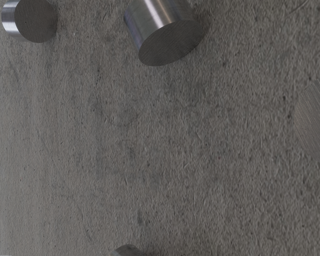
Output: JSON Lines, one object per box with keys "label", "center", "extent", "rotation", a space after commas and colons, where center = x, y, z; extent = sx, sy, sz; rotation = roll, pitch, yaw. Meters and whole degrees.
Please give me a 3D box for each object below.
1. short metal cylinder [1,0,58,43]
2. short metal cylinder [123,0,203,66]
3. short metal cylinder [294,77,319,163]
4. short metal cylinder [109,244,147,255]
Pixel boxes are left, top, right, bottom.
{"label": "short metal cylinder", "center": [-0.237, -0.198, 0.565], "extent": [0.050, 0.081, 0.079], "rotation": [16, 100, 39]}
{"label": "short metal cylinder", "center": [0.003, -0.118, 0.366], "extent": [0.080, 0.081, 0.050], "rotation": [-36, 68, 34]}
{"label": "short metal cylinder", "center": [0.160, -0.006, 0.256], "extent": [0.080, 0.050, 0.080], "rotation": [0, 90, 40]}
{"label": "short metal cylinder", "center": [-0.042, 0.202, 0.404], "extent": [0.050, 0.081, 0.079], "rotation": [26, 106, 37]}
